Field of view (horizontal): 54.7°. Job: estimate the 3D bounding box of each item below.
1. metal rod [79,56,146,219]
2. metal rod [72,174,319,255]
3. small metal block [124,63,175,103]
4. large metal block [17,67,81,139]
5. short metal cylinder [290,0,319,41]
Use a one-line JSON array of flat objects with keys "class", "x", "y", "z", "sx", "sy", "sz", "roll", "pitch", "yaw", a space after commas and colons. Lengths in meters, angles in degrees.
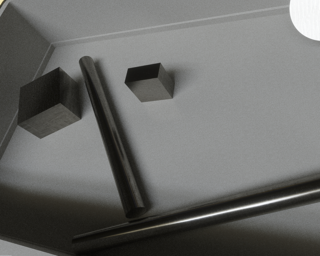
[{"class": "metal rod", "x": -0.078, "y": -0.009, "z": 0.450, "sx": 0.025, "sy": 0.025, "sz": 0.300, "roll": -31, "pitch": 52, "yaw": 8}, {"class": "metal rod", "x": 0.039, "y": 0.094, "z": 0.326, "sx": 0.301, "sy": 0.025, "sz": 0.025, "roll": -19, "pitch": 55, "yaw": 16}, {"class": "small metal block", "x": -0.013, "y": -0.062, "z": 0.433, "sx": 0.050, "sy": 0.050, "sz": 0.025, "roll": -5, "pitch": 60, "yaw": 25}, {"class": "large metal block", "x": -0.180, "y": -0.041, "z": 0.507, "sx": 0.080, "sy": 0.050, "sz": 0.080, "roll": -24, "pitch": 53, "yaw": 13}, {"class": "short metal cylinder", "x": 0.194, "y": -0.139, "z": 0.347, "sx": 0.080, "sy": 0.050, "sz": 0.079, "roll": 11, "pitch": 109, "yaw": 35}]
